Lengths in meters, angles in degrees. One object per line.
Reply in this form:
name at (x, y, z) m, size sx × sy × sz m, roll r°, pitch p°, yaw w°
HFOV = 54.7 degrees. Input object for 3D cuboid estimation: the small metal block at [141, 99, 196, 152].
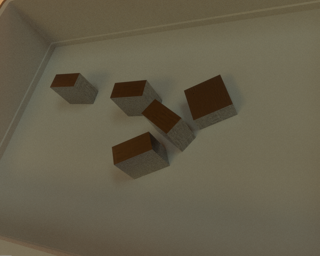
small metal block at (0.011, -0.003, 0.385) m, size 0.025 × 0.050 × 0.050 m, roll -47°, pitch 52°, yaw -5°

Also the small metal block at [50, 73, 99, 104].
small metal block at (-0.137, -0.062, 0.497) m, size 0.050 × 0.050 × 0.025 m, roll 2°, pitch 63°, yaw 29°

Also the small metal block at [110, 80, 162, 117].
small metal block at (-0.032, -0.040, 0.429) m, size 0.050 × 0.050 × 0.025 m, roll -1°, pitch 62°, yaw 27°

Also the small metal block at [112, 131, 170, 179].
small metal block at (-0.023, 0.035, 0.379) m, size 0.050 × 0.050 × 0.025 m, roll -23°, pitch 54°, yaw 14°

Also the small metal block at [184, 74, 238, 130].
small metal block at (0.063, -0.033, 0.392) m, size 0.050 × 0.025 × 0.050 m, roll -23°, pitch 53°, yaw 13°
